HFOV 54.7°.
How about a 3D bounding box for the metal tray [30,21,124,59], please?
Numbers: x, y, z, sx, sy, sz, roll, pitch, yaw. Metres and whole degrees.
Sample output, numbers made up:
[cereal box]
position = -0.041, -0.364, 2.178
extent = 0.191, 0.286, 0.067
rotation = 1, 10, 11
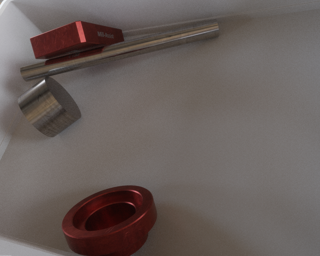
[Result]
[metal tray]
position = -0.124, -0.135, 0.490
extent = 0.090, 0.131, 0.030
rotation = -11, 97, 22

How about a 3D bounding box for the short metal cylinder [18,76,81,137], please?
[short metal cylinder]
position = -0.168, -0.033, 0.476
extent = 0.050, 0.080, 0.080
rotation = -36, 51, 4

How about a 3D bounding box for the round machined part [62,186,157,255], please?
[round machined part]
position = -0.051, 0.105, 0.335
extent = 0.099, 0.042, 0.098
rotation = -12, 16, 4

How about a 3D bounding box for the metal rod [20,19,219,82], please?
[metal rod]
position = -0.063, -0.115, 0.466
extent = 0.301, 0.025, 0.025
rotation = -12, 56, 5
